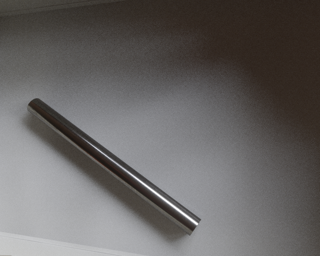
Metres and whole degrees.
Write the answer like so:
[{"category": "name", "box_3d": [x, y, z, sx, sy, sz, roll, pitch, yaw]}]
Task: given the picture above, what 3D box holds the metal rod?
[{"category": "metal rod", "box_3d": [-0.074, 0.046, 0.435, 0.300, 0.025, 0.025, 34, 101, 16]}]
